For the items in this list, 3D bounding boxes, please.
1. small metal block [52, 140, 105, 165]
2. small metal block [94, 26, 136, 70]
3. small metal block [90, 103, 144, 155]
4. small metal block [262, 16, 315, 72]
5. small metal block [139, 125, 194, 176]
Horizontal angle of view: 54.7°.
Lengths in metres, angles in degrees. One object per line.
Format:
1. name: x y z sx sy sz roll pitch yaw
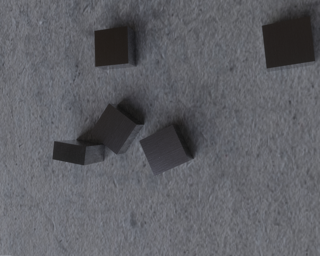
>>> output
1. small metal block: -0.112 0.033 0.434 0.050 0.050 0.025 8 93 19
2. small metal block: -0.062 -0.110 0.430 0.050 0.025 0.050 -2 90 19
3. small metal block: -0.059 0.001 0.429 0.050 0.025 0.050 37 102 15
4. small metal block: 0.147 -0.095 0.357 0.050 0.025 0.050 -6 88 19
5. small metal block: 0.009 0.029 0.405 0.050 0.025 0.050 -26 82 17
